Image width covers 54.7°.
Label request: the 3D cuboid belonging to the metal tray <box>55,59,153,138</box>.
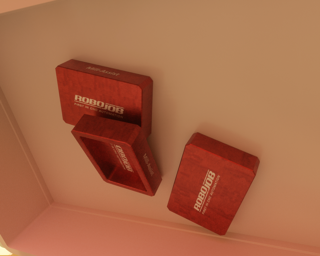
[{"bbox_3d":[-0.076,-0.036,0.423,0.130,0.030,0.089,16,125,19],"label":"metal tray"}]

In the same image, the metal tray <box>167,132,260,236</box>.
[{"bbox_3d":[0.067,0.079,0.419,0.090,0.030,0.129,23,127,14],"label":"metal tray"}]

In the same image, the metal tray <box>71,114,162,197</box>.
[{"bbox_3d":[-0.055,0.041,0.429,0.090,0.030,0.130,11,144,24],"label":"metal tray"}]
